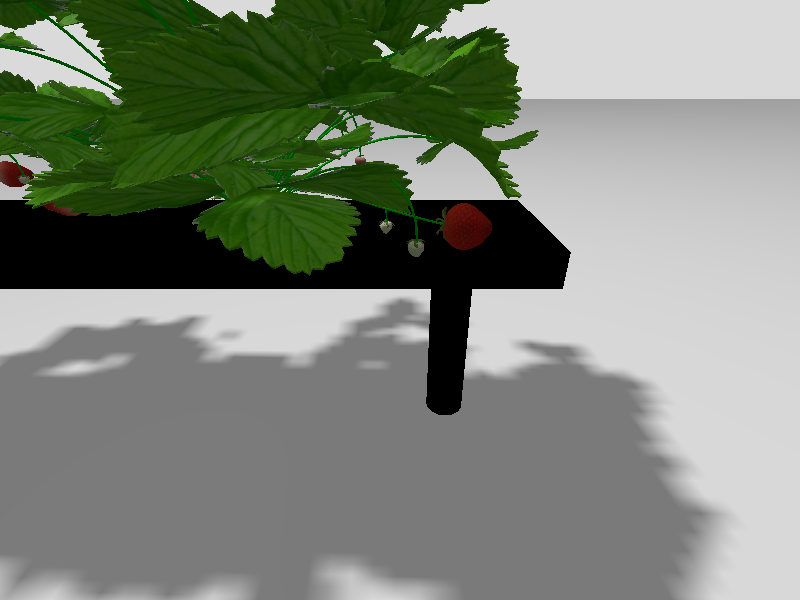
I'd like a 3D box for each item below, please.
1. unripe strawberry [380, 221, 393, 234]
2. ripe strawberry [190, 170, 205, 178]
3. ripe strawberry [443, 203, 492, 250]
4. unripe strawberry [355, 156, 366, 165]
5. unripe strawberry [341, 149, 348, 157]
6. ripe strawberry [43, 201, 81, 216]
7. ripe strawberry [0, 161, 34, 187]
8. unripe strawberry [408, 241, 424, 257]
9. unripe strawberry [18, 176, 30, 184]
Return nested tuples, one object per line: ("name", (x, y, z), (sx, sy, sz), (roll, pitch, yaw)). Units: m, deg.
("unripe strawberry", (-0.011, -0.058, 0.320), (0.010, 0.010, 0.011), (10, 30, 17))
("ripe strawberry", (-0.239, -0.146, 0.464), (0.025, 0.028, 0.027), (-23, 20, -36))
("ripe strawberry", (0.050, -0.053, 0.291), (0.034, 0.033, 0.032), (11, 30, 19))
("unripe strawberry", (-0.054, -0.190, 0.549), (0.015, 0.014, 0.014), (9, 29, 15))
("unripe strawberry", (-0.077, -0.206, 0.559), (0.011, 0.011, 0.011), (5, 29, 10))
("ripe strawberry", (-0.310, -0.097, 0.364), (0.042, 0.041, 0.039), (2, 28, 5))
("ripe strawberry", (-0.442, -0.144, 0.460), (0.033, 0.028, 0.033), (-9, 27, -43))
("unripe strawberry", (0.011, -0.034, 0.270), (0.011, 0.011, 0.011), (19, 33, 31))
("unripe strawberry", (-0.423, -0.135, 0.452), (0.010, 0.010, 0.009), (-19, 34, -32))
